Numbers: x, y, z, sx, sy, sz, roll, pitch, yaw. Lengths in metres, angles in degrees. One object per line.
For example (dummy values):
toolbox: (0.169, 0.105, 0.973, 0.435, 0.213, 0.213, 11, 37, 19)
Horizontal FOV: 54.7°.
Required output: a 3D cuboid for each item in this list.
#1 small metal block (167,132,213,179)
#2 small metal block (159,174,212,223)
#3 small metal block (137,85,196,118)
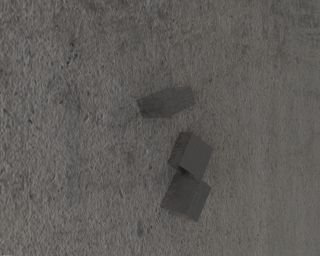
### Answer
small metal block: (0.044, 0.040, 0.441, 0.050, 0.025, 0.050, 37, 68, -34)
small metal block: (0.034, 0.093, 0.417, 0.025, 0.050, 0.050, 42, 65, -32)
small metal block: (0.008, -0.033, 0.395, 0.050, 0.050, 0.025, -27, 107, -37)
